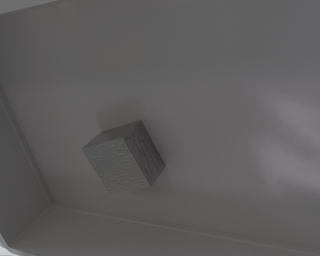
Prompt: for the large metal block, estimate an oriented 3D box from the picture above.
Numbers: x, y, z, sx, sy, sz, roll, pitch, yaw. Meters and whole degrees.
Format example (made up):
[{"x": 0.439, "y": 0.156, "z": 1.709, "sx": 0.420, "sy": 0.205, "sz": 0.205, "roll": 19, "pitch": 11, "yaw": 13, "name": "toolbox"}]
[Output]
[{"x": -0.051, "y": 0.043, "z": 0.447, "sx": 0.080, "sy": 0.050, "sz": 0.080, "roll": -16, "pitch": 110, "yaw": 34, "name": "large metal block"}]
